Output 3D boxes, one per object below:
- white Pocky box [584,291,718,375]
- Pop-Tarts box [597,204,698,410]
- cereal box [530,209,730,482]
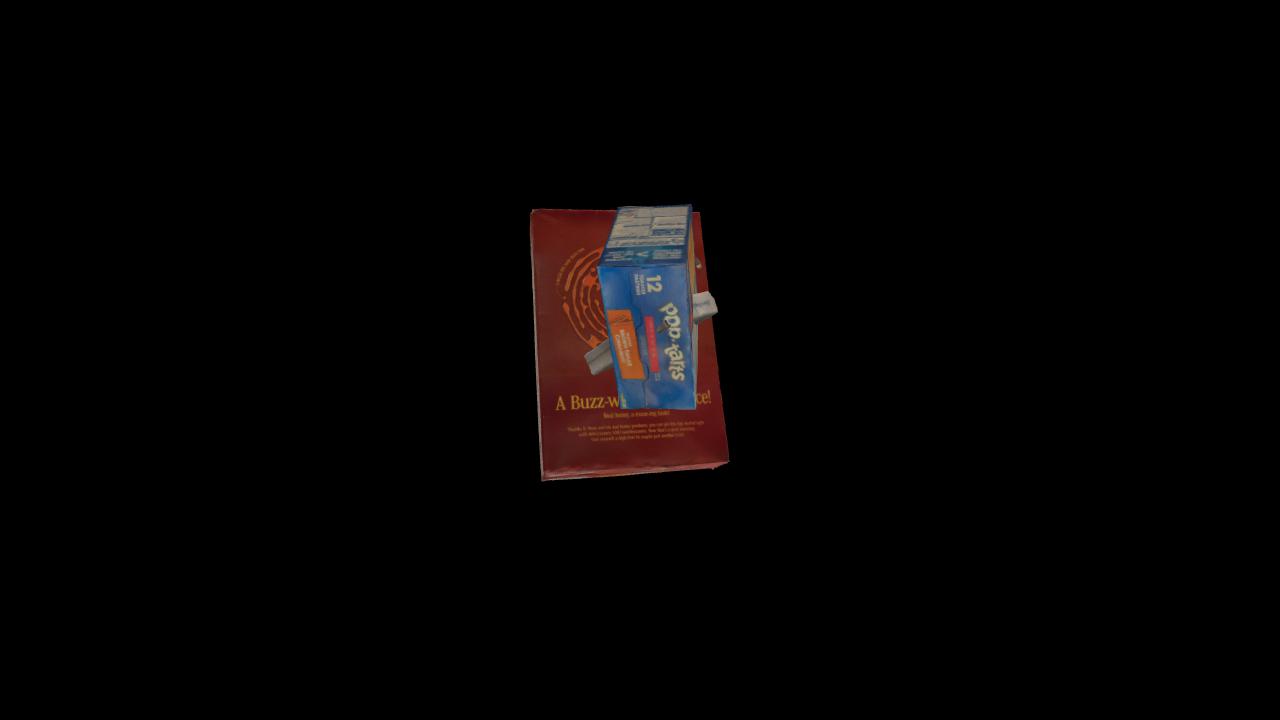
[{"bbox_3d":[0.001,-0.022,0.644,0.084,0.028,0.154,-20,-8,-45],"label":"white Pocky box"},{"bbox_3d":[0.016,-0.056,0.635,0.083,0.167,0.141,-2,36,8],"label":"Pop-Tarts box"},{"bbox_3d":[-0.019,-0.023,0.706,0.203,0.306,0.081,-2,-16,-12],"label":"cereal box"}]
